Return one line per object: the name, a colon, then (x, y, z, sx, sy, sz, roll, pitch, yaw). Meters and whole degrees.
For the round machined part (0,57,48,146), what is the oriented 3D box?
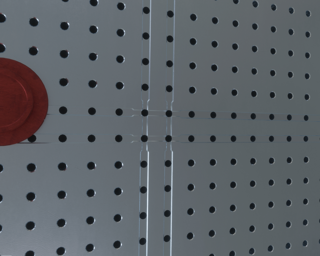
round machined part: (-0.174, -0.029, 0.339, 0.099, 0.042, 0.097, 0, 90, -20)
